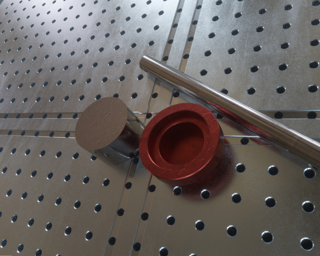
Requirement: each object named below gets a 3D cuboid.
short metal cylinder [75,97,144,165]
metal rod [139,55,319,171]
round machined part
[{"bbox_3d":[-0.067,0.004,0.423,0.080,0.050,0.080,-13,56,20],"label":"short metal cylinder"},{"bbox_3d":[0.074,-0.032,0.388,0.025,0.025,0.300,-49,52,-7],"label":"metal rod"},{"bbox_3d":[0.028,0.022,0.368,0.098,0.042,0.098,-13,56,20],"label":"round machined part"}]
